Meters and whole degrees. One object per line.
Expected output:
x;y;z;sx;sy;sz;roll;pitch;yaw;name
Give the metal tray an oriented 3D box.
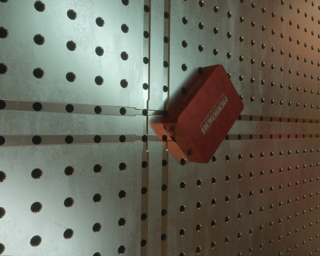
0.070;-0.023;0.467;0.130;0.030;0.090;-51;120;-28;metal tray
